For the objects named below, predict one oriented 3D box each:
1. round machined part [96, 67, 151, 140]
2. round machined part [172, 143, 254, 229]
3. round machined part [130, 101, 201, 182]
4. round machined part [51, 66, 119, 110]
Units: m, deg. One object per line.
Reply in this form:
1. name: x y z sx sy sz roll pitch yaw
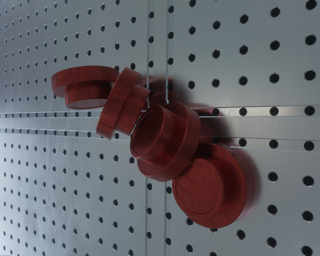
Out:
1. round machined part: -0.045 -0.028 0.413 0.042 0.098 0.097 25 110 -4
2. round machined part: 0.053 0.066 0.356 0.098 0.042 0.097 0 90 40
3. round machined part: 0.000 0.011 0.372 0.098 0.042 0.098 -39 36 37
4. round machined part: -0.104 -0.054 0.449 0.098 0.099 0.042 -14 82 39
